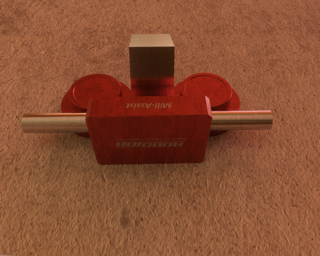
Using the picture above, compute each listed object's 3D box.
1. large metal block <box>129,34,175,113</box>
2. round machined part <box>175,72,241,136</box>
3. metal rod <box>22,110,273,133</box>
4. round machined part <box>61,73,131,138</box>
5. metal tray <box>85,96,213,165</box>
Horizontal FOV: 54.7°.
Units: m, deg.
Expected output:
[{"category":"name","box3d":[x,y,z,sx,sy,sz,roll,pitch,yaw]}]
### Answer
[{"category":"large metal block","box3d":[-0.010,-0.072,0.394,0.050,0.079,0.080,-1,27,-2]},{"category":"round machined part","box3d":[0.061,-0.039,0.426,0.099,0.042,0.098,0,50,0]},{"category":"metal rod","box3d":[-0.014,-0.008,0.385,0.302,0.025,0.025,-1,50,-1]},{"category":"round machined part","box3d":[-0.085,-0.037,0.421,0.099,0.042,0.098,0,50,0]},{"category":"metal tray","box3d":[-0.012,0.005,0.358,0.131,0.089,0.030,-1,50,-1]}]
